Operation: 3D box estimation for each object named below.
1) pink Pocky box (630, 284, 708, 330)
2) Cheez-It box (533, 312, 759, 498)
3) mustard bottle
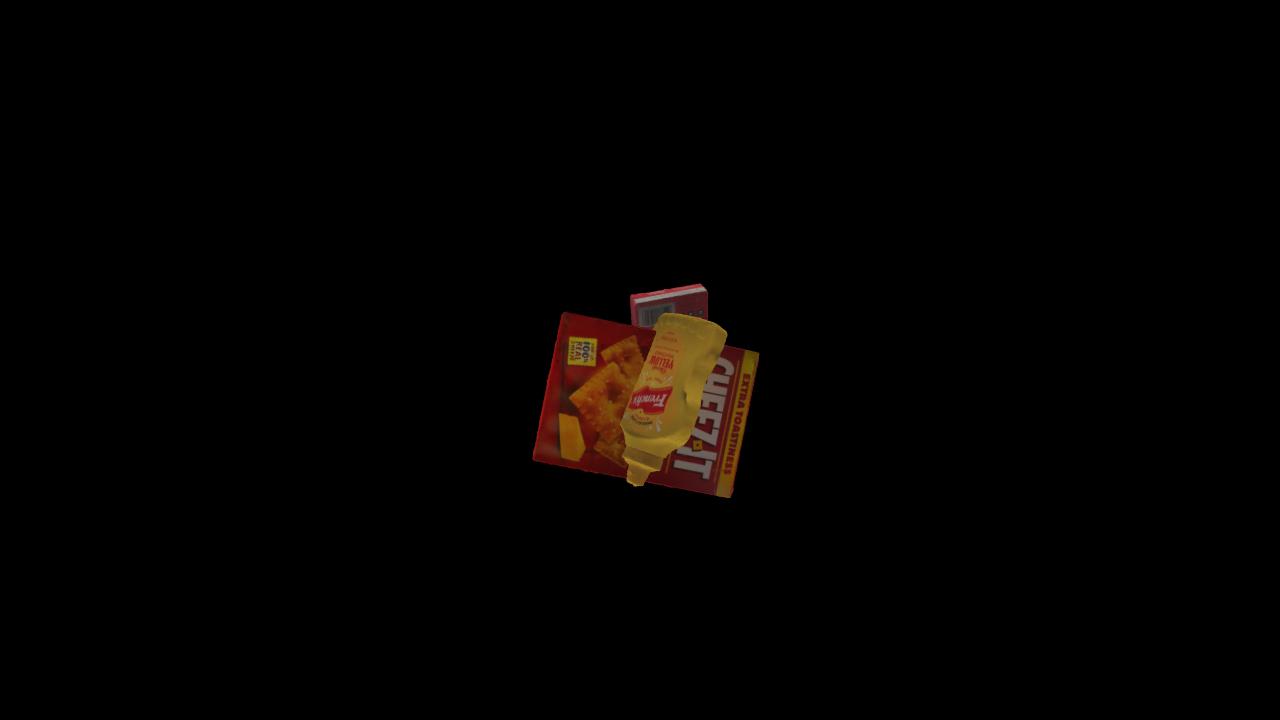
[{"bbox_3d":[0.035,-0.007,0.702,0.084,0.155,0.029,-11,32,-11],"label":"pink Pocky box"},{"bbox_3d":[0.006,0.049,0.686,0.223,0.166,0.071,12,1,-5],"label":"Cheez-It box"},{"bbox_3d":[0.024,0.044,0.646,0.092,0.184,0.054,14,-10,37],"label":"mustard bottle"}]
